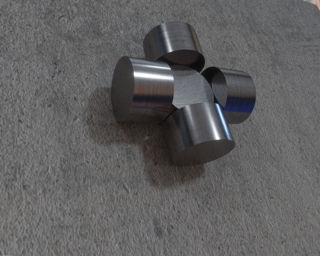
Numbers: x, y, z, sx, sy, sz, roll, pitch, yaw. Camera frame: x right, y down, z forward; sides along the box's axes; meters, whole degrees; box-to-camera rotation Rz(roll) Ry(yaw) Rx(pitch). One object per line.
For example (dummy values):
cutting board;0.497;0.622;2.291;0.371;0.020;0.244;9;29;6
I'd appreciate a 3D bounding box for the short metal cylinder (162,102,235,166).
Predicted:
short metal cylinder;0.048;0.010;0.391;0.081;0.080;0.050;0;61;-29

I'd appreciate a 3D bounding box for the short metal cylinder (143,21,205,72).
short metal cylinder;0.019;-0.106;0.445;0.081;0.080;0.050;2;62;-28

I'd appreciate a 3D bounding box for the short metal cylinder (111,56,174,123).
short metal cylinder;-0.024;-0.046;0.387;0.050;0.080;0.080;2;61;-28

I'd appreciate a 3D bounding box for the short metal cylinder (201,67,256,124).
short metal cylinder;0.092;-0.046;0.450;0.050;0.080;0.080;2;61;-28

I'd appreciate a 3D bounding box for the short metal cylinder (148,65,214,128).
short metal cylinder;0.027;-0.040;0.430;0.081;0.050;0.080;14;56;-21
